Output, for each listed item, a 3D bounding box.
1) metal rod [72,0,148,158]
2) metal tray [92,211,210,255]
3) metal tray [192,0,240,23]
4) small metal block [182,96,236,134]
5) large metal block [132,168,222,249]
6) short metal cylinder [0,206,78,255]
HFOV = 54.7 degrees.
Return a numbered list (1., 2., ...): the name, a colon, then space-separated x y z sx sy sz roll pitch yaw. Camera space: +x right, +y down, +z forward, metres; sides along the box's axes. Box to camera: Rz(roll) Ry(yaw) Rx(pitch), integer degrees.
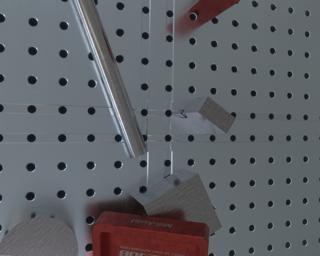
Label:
1. metal rod: -0.076 -0.105 0.384 0.025 0.025 0.298 -22 97 -19
2. metal tray: -0.011 0.151 0.363 0.131 0.030 0.089 4 105 9
3. metal tray: 0.110 -0.207 0.417 0.030 0.090 0.130 45 76 -15
4. small metal block: 0.066 -0.017 0.423 0.050 0.050 0.025 36 79 -17
5. large metal block: 0.022 0.110 0.407 0.081 0.050 0.080 -27 99 -18
6. short metal cylinder: -0.136 0.133 0.349 0.081 0.050 0.080 0 90 -20
